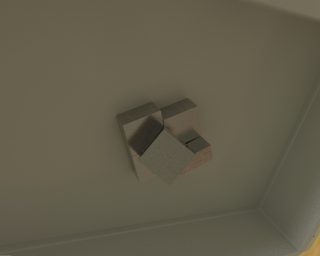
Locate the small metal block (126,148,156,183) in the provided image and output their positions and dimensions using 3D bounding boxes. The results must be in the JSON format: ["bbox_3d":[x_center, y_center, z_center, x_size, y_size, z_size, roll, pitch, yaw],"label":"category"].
[{"bbox_3d":[-0.014,0.041,0.426,0.050,0.025,0.050,-23,127,-15],"label":"small metal block"}]

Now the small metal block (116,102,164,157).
[{"bbox_3d":[-0.023,0.001,0.397,0.050,0.025,0.050,-23,127,-15],"label":"small metal block"}]

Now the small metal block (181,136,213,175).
[{"bbox_3d":[0.038,0.031,0.432,0.050,0.050,0.025,-26,128,-14],"label":"small metal block"}]

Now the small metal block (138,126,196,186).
[{"bbox_3d":[0.009,0.034,0.386,0.050,0.025,0.050,39,97,-5],"label":"small metal block"}]

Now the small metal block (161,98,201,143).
[{"bbox_3d":[0.025,-0.005,0.419,0.050,0.025,0.050,-23,127,-15],"label":"small metal block"}]
